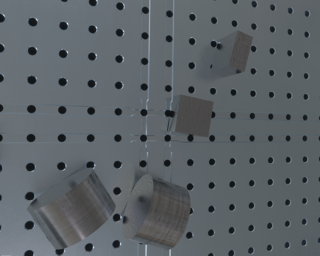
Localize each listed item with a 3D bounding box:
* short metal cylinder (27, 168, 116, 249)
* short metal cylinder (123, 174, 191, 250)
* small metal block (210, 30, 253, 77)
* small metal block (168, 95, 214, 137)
[{"bbox_3d":[-0.098,0.088,0.348,0.080,0.080,0.050,-32,101,-17],"label":"short metal cylinder"},{"bbox_3d":[-0.006,0.103,0.382,0.050,0.080,0.080,24,82,-19],"label":"short metal cylinder"},{"bbox_3d":[0.100,-0.103,0.436,0.025,0.050,0.050,17,85,-19],"label":"small metal block"},{"bbox_3d":[0.043,-0.016,0.429,0.050,0.025,0.050,10,87,-20],"label":"small metal block"}]
